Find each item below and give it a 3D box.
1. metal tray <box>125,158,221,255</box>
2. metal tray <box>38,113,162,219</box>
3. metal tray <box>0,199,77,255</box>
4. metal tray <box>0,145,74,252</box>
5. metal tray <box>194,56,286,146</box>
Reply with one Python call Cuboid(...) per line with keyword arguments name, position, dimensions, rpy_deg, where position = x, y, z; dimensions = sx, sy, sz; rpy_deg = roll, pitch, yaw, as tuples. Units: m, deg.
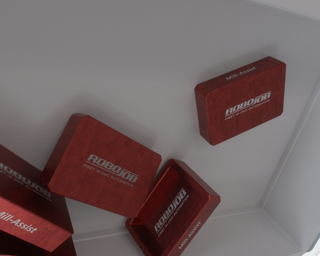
Cuboid(name="metal tray", position=(0.014, 0.121, 0.444), dimensions=(0.030, 0.090, 0.129), rpy_deg=(23, 105, -48))
Cuboid(name="metal tray", position=(-0.065, 0.050, 0.378), dimensions=(0.130, 0.030, 0.090), rpy_deg=(33, 76, -38))
Cuboid(name="metal tray", position=(-0.166, 0.121, 0.350), dimensions=(0.131, 0.090, 0.030), rpy_deg=(25, 105, -37))
Cuboid(name="metal tray", position=(-0.153, 0.065, 0.323), dimensions=(0.030, 0.090, 0.130), rpy_deg=(-41, 129, 0))
Cuboid(name="metal tray", position=(0.118, -0.039, 0.445), dimensions=(0.131, 0.030, 0.089), rpy_deg=(-23, 127, -15))
